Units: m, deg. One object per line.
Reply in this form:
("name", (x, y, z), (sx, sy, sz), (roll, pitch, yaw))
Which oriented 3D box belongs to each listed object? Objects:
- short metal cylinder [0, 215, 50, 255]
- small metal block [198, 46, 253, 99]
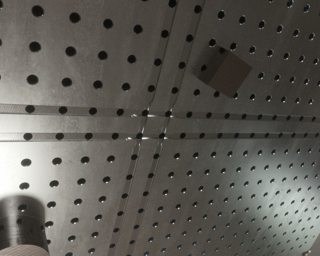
("short metal cylinder", (-0.185, 0.158, 0.393), (0.081, 0.050, 0.079), (-14, 125, -21))
("small metal block", (0.088, -0.074, 0.416), (0.050, 0.025, 0.050), (22, 106, -37))
